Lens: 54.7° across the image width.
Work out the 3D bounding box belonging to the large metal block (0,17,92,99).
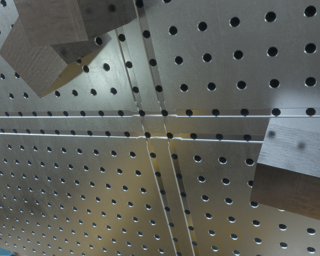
[{"bbox_3d":[-0.153,-0.100,0.412,0.080,0.050,0.080,49,128,-7],"label":"large metal block"}]

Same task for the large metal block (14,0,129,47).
[{"bbox_3d":[-0.095,-0.129,0.344,0.080,0.080,0.050,2,119,27],"label":"large metal block"}]

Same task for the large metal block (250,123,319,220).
[{"bbox_3d":[0.146,0.043,0.325,0.080,0.080,0.050,13,124,21],"label":"large metal block"}]
